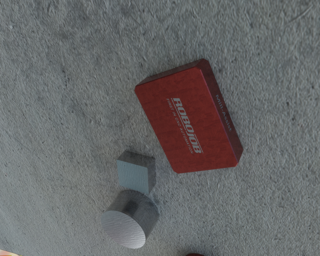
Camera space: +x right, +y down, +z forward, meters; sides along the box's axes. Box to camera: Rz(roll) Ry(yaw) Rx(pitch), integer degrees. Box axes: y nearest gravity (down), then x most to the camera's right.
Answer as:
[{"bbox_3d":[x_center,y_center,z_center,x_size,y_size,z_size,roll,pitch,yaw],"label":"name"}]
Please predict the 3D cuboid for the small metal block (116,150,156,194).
[{"bbox_3d":[-0.035,0.066,0.464,0.050,0.025,0.050,12,124,21],"label":"small metal block"}]

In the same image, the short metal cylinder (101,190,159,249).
[{"bbox_3d":[-0.048,0.149,0.506,0.080,0.050,0.079,13,124,20],"label":"short metal cylinder"}]

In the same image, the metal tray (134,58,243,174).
[{"bbox_3d":[0.036,-0.009,0.378,0.090,0.030,0.129,-13,112,33],"label":"metal tray"}]

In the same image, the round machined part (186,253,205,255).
[{"bbox_3d":[0.064,0.249,0.515,0.098,0.042,0.097,13,124,20],"label":"round machined part"}]
